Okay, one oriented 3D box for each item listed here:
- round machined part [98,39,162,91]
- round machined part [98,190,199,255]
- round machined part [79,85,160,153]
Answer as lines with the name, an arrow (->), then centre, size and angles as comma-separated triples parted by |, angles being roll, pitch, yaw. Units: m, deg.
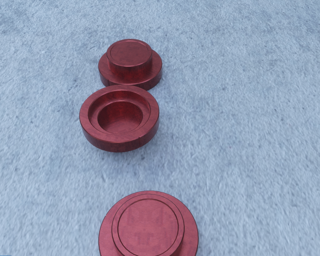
round machined part -> -0.046, -0.100, 0.476 | 0.099, 0.042, 0.098 | 0, 50, 0
round machined part -> -0.011, 0.105, 0.304 | 0.099, 0.042, 0.098 | 0, 50, 0
round machined part -> -0.050, -0.008, 0.398 | 0.099, 0.042, 0.098 | 0, 50, 0
